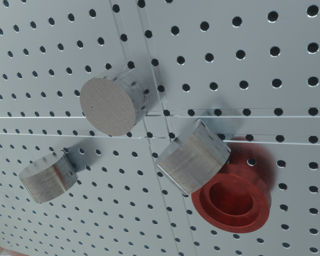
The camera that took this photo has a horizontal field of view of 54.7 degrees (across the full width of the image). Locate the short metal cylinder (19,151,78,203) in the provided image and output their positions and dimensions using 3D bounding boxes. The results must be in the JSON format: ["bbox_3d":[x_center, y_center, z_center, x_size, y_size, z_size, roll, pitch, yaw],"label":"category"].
[{"bbox_3d":[-0.188,0.081,0.525,0.080,0.080,0.050,-11,113,33],"label":"short metal cylinder"}]

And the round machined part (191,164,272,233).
[{"bbox_3d":[0.094,0.086,0.404,0.098,0.042,0.097,13,124,21],"label":"round machined part"}]

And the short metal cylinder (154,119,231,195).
[{"bbox_3d":[0.038,0.035,0.377,0.050,0.080,0.080,45,129,-3],"label":"short metal cylinder"}]

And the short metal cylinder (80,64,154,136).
[{"bbox_3d":[-0.055,-0.036,0.402,0.080,0.050,0.079,13,124,21],"label":"short metal cylinder"}]
